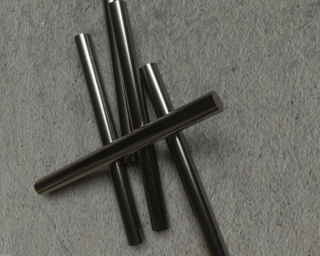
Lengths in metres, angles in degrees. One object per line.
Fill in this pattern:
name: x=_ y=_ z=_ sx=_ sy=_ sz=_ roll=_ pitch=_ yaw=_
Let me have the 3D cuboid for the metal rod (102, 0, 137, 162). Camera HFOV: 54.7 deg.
metal rod: x=-0.058 y=-0.103 z=0.429 sx=0.025 sy=0.025 sz=0.298 roll=-9 pitch=87 yaw=20

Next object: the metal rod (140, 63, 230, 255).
metal rod: x=0.036 y=0.057 z=0.396 sx=0.025 sy=0.025 sz=0.299 roll=-23 pitch=83 yaw=18

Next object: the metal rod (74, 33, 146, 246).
metal rod: x=-0.072 y=0.012 z=0.434 sx=0.025 sy=0.025 sz=0.299 roll=-18 pitch=84 yaw=19

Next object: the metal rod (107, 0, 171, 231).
metal rod: x=-0.027 y=-0.015 z=0.406 sx=0.025 sy=0.025 sz=0.298 roll=-11 pitch=91 yaw=19

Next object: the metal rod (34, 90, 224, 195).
metal rod: x=-0.058 y=0.030 z=0.397 sx=0.300 sy=0.025 sz=0.025 roll=-26 pitch=81 yaw=27
